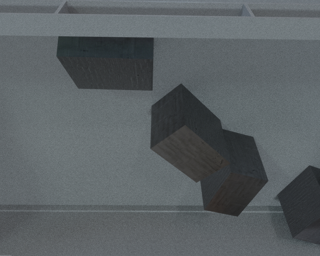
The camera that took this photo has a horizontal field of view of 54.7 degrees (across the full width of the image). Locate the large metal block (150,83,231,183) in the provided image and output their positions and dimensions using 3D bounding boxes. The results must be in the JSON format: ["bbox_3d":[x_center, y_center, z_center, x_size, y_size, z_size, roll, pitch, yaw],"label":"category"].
[{"bbox_3d":[0.035,0.006,0.378,0.050,0.080,0.080,-36,122,26],"label":"large metal block"}]

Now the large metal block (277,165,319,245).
[{"bbox_3d":[0.237,0.118,0.476,0.050,0.080,0.079,18,128,-15],"label":"large metal block"}]

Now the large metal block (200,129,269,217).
[{"bbox_3d":[0.095,0.061,0.426,0.050,0.080,0.079,14,129,-12],"label":"large metal block"}]

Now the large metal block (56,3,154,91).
[{"bbox_3d":[-0.047,-0.074,0.304,0.081,0.050,0.080,1,167,-2],"label":"large metal block"}]
